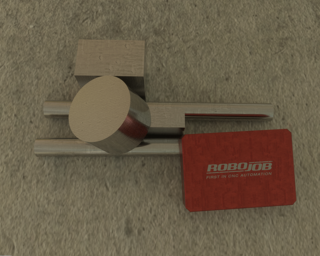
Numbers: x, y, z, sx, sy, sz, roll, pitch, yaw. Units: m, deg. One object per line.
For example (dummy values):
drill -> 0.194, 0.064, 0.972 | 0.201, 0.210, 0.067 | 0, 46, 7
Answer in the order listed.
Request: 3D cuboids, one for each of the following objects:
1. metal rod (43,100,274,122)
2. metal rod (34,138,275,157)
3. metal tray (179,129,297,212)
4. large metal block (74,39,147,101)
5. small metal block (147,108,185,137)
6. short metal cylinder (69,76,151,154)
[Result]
metal rod -> -0.002, -0.023, 0.418 | 0.302, 0.025, 0.025 | 1, 70, 0
metal rod -> -0.006, 0.025, 0.401 | 0.302, 0.025, 0.025 | 0, 70, -1
metal tray -> 0.092, 0.049, 0.375 | 0.131, 0.030, 0.089 | -3, 88, -3
large metal block -> -0.059, -0.071, 0.406 | 0.081, 0.080, 0.050 | 1, 70, 0
small metal block -> 0.005, -0.004, 0.397 | 0.050, 0.050, 0.025 | 1, 70, 0
short metal cylinder -> -0.058, -0.014, 0.363 | 0.080, 0.050, 0.080 | -9, 66, 22
